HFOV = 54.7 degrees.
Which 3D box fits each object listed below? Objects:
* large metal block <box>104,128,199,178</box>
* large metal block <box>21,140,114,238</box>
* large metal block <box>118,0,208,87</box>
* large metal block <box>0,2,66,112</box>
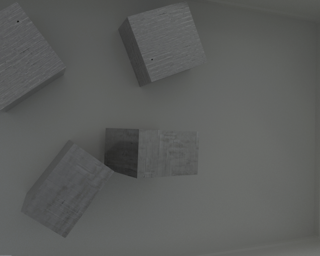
[{"bbox_3d":[-0.011,0.027,0.368,0.081,0.080,0.050,3,89,-35],"label":"large metal block"},{"bbox_3d":[-0.103,0.061,0.343,0.050,0.080,0.080,39,78,-16],"label":"large metal block"},{"bbox_3d":[0.003,-0.106,0.398,0.081,0.050,0.080,-23,98,-19],"label":"large metal block"},{"bbox_3d":[-0.162,-0.073,0.337,0.080,0.050,0.080,-39,103,-16],"label":"large metal block"}]
